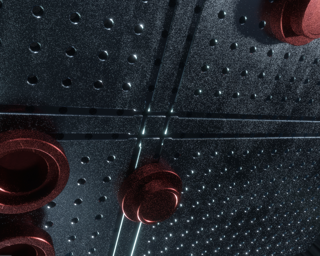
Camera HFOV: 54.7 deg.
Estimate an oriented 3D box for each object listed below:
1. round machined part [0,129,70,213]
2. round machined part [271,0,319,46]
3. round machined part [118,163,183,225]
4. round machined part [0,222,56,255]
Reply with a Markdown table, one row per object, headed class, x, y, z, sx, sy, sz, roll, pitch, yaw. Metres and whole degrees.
| class | x | y | z | sx | sy | sz | roll | pitch | yaw |
| --- | --- | --- | --- | --- | --- | --- | --- | --- | --- |
| round machined part | -0.154 | 0.043 | 0.343 | 0.099 | 0.042 | 0.097 | -14 | 125 | -21 |
| round machined part | 0.202 | -0.158 | 0.415 | 0.099 | 0.042 | 0.097 | -14 | 124 | -21 |
| round machined part | -0.009 | 0.104 | 0.462 | 0.099 | 0.042 | 0.097 | -14 | 125 | -21 |
| round machined part | -0.189 | 0.160 | 0.397 | 0.099 | 0.042 | 0.097 | -14 | 125 | -21 |
